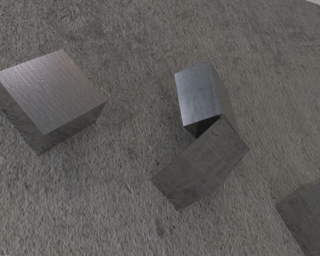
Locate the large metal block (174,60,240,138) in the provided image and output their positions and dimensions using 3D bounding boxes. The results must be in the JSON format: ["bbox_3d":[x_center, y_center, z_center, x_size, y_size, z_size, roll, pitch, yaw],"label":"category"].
[{"bbox_3d":[0.064,-0.029,0.415,0.080,0.050,0.080,40,37,-54],"label":"large metal block"}]

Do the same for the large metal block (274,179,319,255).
[{"bbox_3d":[0.222,0.122,0.433,0.081,0.050,0.080,-18,71,-35],"label":"large metal block"}]

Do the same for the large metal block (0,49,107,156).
[{"bbox_3d":[-0.121,-0.030,0.341,0.080,0.050,0.081,49,51,6],"label":"large metal block"}]

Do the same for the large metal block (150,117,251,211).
[{"bbox_3d":[0.047,0.044,0.367,0.050,0.080,0.080,48,51,5],"label":"large metal block"}]
